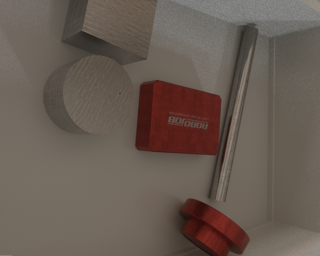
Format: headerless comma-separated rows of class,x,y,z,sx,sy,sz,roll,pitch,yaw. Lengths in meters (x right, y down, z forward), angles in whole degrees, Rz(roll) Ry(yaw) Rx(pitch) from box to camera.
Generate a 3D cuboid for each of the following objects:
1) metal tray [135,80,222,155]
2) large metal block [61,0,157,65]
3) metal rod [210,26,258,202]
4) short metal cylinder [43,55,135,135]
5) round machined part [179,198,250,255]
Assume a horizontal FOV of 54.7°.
metal tray,0.030,-0.010,0.431,0.131,0.030,0.089,7,85,-40
large metal block,-0.054,-0.124,0.346,0.081,0.050,0.080,15,80,-39
metal rod,0.125,-0.029,0.513,0.025,0.025,0.299,23,76,-38
short metal cylinder,-0.075,-0.033,0.329,0.081,0.050,0.079,0,90,-40
round machined part,0.066,0.142,0.418,0.098,0.098,0.042,49,67,-29
